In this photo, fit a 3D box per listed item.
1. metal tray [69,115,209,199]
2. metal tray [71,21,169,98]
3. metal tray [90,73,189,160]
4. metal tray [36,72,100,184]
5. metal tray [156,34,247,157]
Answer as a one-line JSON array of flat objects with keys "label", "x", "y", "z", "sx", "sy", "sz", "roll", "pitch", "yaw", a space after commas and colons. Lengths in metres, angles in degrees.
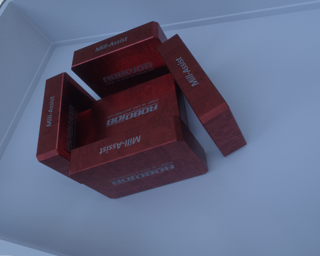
[{"label": "metal tray", "x": -0.022, "y": 0.038, "z": 0.348, "sx": 0.130, "sy": 0.090, "sz": 0.030, "roll": -19, "pitch": 55, "yaw": 17}, {"label": "metal tray", "x": -0.045, "y": -0.088, "z": 0.437, "sx": 0.130, "sy": 0.090, "sz": 0.030, "roll": -15, "pitch": 56, "yaw": 19}, {"label": "metal tray", "x": -0.031, "y": -0.013, "z": 0.422, "sx": 0.130, "sy": 0.030, "sz": 0.090, "roll": -18, "pitch": 55, "yaw": 17}, {"label": "metal tray", "x": -0.118, "y": 0.000, "z": 0.421, "sx": 0.030, "sy": 0.090, "sz": 0.130, "roll": -19, "pitch": 54, "yaw": 17}, {"label": "metal tray", "x": 0.047, "y": -0.039, "z": 0.360, "sx": 0.030, "sy": 0.090, "sz": 0.130, "roll": -32, "pitch": 52, "yaw": 8}]
